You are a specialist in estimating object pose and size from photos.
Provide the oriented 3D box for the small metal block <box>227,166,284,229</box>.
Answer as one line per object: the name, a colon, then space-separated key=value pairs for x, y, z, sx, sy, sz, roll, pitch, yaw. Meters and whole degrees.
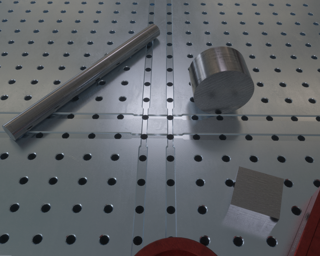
small metal block: x=0.106 y=0.076 z=0.344 sx=0.050 sy=0.025 sz=0.050 roll=15 pitch=52 yaw=12

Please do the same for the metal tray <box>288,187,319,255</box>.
metal tray: x=0.180 y=0.126 z=0.299 sx=0.090 sy=0.030 sz=0.131 roll=28 pitch=55 yaw=21

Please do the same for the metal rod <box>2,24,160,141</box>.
metal rod: x=-0.102 y=-0.084 z=0.477 sx=0.025 sy=0.025 sz=0.301 roll=31 pitch=56 yaw=23

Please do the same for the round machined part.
round machined part: x=0.014 y=0.151 z=0.270 sx=0.099 sy=0.042 sz=0.098 roll=0 pitch=50 yaw=0

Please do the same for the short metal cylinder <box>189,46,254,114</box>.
short metal cylinder: x=0.083 y=-0.064 z=0.426 sx=0.081 sy=0.080 sz=0.050 roll=-3 pitch=50 yaw=-3
